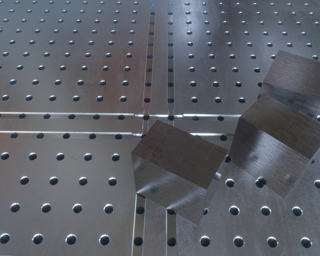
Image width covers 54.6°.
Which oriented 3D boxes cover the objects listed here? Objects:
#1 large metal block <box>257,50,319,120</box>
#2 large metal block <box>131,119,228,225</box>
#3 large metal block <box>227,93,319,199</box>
[{"bbox_3d":[0.192,-0.058,0.441,0.080,0.050,0.080,23,54,18],"label":"large metal block"},{"bbox_3d":[0.020,0.048,0.332,0.080,0.080,0.050,24,54,19],"label":"large metal block"},{"bbox_3d":[0.132,0.021,0.355,0.080,0.080,0.050,36,59,26],"label":"large metal block"}]
